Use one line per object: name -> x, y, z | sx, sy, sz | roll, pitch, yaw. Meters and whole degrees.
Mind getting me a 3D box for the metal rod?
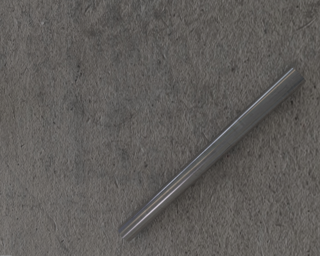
metal rod -> 0.055, 0.042, 0.389 | 0.299, 0.025, 0.025 | -45, 76, 14
